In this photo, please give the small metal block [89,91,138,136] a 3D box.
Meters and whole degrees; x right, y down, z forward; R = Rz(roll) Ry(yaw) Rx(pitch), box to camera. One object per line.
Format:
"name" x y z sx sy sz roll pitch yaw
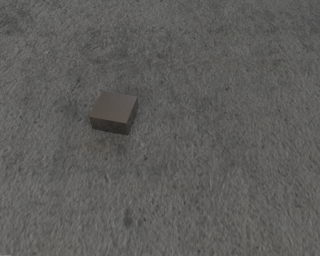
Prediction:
"small metal block" -0.061 -0.021 0.421 0.050 0.025 0.050 10 51 8
